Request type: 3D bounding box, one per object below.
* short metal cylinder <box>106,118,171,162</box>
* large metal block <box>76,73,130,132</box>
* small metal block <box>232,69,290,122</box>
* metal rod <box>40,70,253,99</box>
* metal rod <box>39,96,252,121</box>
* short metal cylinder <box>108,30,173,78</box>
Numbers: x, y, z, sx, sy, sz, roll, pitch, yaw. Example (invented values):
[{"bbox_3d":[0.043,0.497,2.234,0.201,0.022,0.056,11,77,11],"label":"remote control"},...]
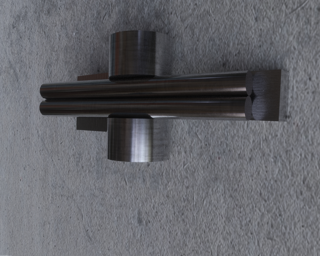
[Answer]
[{"bbox_3d":[-0.027,0.013,0.393,0.080,0.081,0.050,2,92,40],"label":"short metal cylinder"},{"bbox_3d":[-0.076,-0.036,0.453,0.080,0.050,0.079,3,92,40],"label":"large metal block"},{"bbox_3d":[0.104,-0.033,0.321,0.050,0.025,0.050,4,93,40],"label":"small metal block"},{"bbox_3d":[-0.040,-0.049,0.381,0.300,0.025,0.025,2,92,32],"label":"metal rod"},{"bbox_3d":[-0.041,-0.024,0.382,0.300,0.025,0.025,2,92,32],"label":"metal rod"},{"bbox_3d":[-0.024,-0.087,0.390,0.080,0.081,0.050,2,92,40],"label":"short metal cylinder"}]
